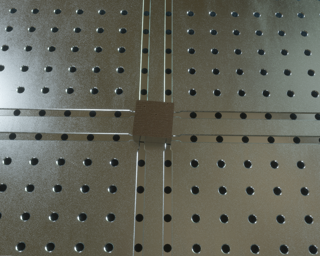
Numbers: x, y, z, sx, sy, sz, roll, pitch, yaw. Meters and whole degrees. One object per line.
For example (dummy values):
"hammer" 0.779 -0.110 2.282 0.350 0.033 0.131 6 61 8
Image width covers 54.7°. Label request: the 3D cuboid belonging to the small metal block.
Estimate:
"small metal block" -0.008 -0.008 0.414 0.050 0.025 0.050 5 70 1
